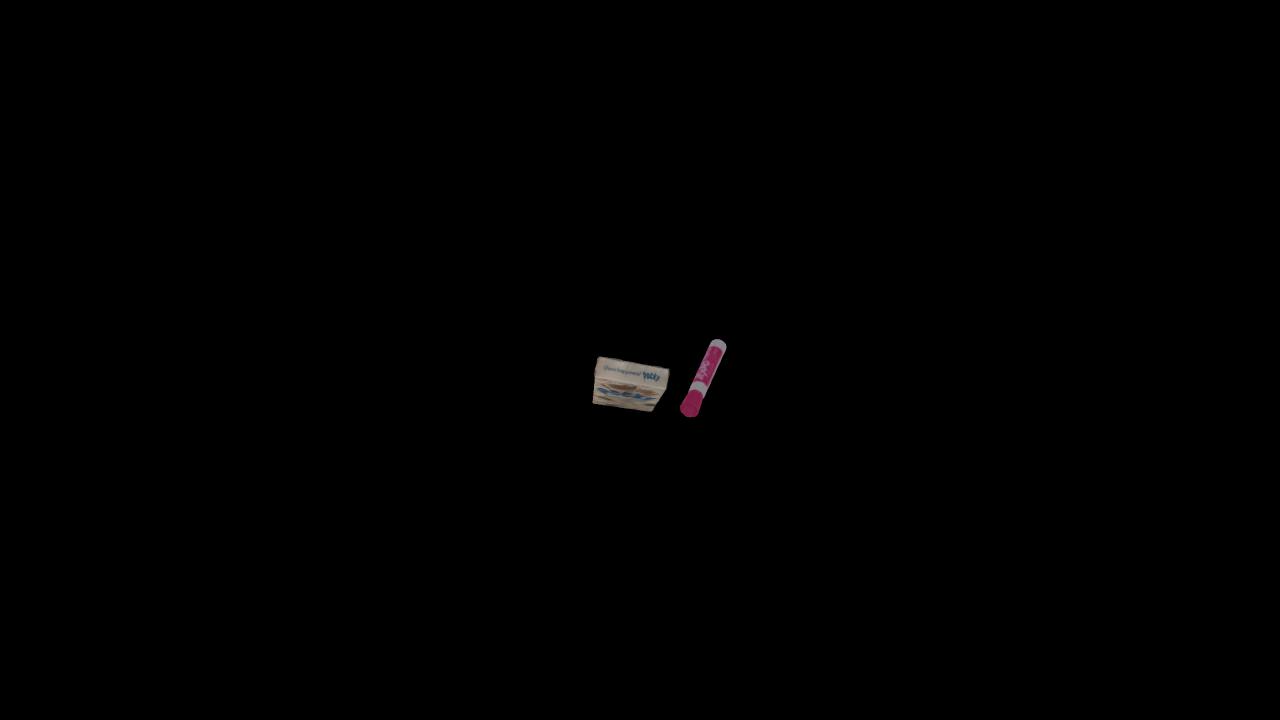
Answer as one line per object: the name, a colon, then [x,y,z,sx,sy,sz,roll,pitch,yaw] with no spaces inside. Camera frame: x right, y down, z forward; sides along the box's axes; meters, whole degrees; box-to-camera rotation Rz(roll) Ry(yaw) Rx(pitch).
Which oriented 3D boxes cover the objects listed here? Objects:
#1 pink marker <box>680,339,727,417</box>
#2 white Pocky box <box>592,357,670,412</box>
pink marker: [0.066,0.018,0.629,0.020,0.020,0.121,0,33,24]
white Pocky box: [-0.015,0.033,0.752,0.084,0.028,0.154,9,-15,-3]
